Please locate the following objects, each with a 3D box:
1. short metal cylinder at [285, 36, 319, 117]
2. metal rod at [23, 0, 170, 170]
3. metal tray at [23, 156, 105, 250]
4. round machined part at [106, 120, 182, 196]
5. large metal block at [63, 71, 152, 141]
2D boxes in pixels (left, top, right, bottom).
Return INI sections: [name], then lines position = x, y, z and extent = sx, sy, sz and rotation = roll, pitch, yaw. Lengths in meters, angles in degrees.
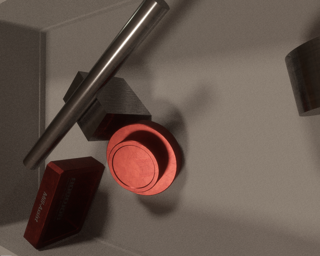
[short metal cylinder]
position = 0.148, -0.043, 0.248
extent = 0.080, 0.081, 0.050
rotation = -17, 79, 38
[metal rod]
position = -0.094, -0.037, 0.377
extent = 0.299, 0.025, 0.025
rotation = -43, 64, 31
[metal tray]
position = -0.144, 0.110, 0.472
extent = 0.030, 0.090, 0.129
rotation = 28, 104, 27
[round machined part]
position = -0.025, 0.042, 0.392
extent = 0.098, 0.042, 0.097
rotation = 6, 108, 19
[large metal block]
position = -0.073, -0.029, 0.429
extent = 0.050, 0.081, 0.080
rotation = -52, 60, 27
